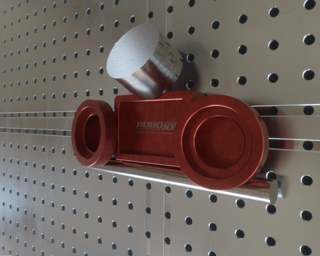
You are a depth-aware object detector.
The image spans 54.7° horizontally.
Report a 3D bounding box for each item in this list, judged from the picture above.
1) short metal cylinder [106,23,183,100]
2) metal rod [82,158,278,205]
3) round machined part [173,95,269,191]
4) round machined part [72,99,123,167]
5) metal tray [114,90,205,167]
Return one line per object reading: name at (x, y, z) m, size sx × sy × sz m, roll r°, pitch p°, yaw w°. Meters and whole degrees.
short metal cylinder at (-0.019, -0.082, 0.385) m, size 0.080 × 0.050 × 0.080 m, roll -20°, pitch 52°, yaw 29°
metal rod at (-0.002, 0.059, 0.405) m, size 0.300 × 0.025 × 0.025 m, roll 3°, pitch 92°, yaw 39°
round machined part at (0.067, 0.015, 0.332) m, size 0.098 × 0.042 × 0.097 m, roll -1°, pitch 88°, yaw 32°
round machined part at (-0.090, 0.008, 0.461) m, size 0.098 × 0.042 × 0.097 m, roll -4°, pitch 84°, yaw 48°
metal tray at (-0.005, 0.000, 0.404) m, size 0.130 × 0.030 × 0.089 m, roll 1°, pitch 91°, yaw 39°
